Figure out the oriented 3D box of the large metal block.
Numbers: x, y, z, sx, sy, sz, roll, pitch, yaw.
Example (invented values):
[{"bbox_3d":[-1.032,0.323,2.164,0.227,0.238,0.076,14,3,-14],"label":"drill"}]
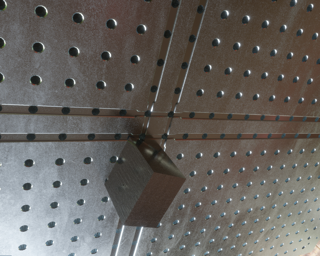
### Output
[{"bbox_3d":[-0.023,0.070,0.406,0.050,0.080,0.080,18,109,-35],"label":"large metal block"}]
